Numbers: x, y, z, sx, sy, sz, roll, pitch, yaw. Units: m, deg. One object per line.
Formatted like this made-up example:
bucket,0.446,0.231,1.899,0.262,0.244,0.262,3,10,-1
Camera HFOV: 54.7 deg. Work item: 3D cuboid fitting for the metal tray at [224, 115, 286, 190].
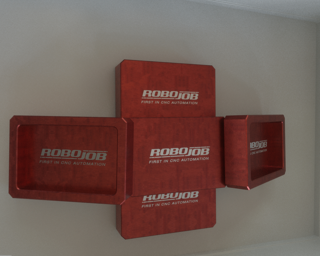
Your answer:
metal tray,0.133,0.027,0.422,0.131,0.030,0.089,-3,92,-49

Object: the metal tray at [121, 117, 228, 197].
metal tray,0.019,0.032,0.381,0.131,0.030,0.089,-1,90,-21

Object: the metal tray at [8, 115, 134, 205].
metal tray,-0.096,0.032,0.338,0.131,0.030,0.089,1,91,9

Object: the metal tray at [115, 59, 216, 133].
metal tray,0.009,-0.039,0.408,0.131,0.030,0.089,-1,90,-21

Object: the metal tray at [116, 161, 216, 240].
metal tray,0.009,0.090,0.408,0.131,0.030,0.089,-1,90,-21
